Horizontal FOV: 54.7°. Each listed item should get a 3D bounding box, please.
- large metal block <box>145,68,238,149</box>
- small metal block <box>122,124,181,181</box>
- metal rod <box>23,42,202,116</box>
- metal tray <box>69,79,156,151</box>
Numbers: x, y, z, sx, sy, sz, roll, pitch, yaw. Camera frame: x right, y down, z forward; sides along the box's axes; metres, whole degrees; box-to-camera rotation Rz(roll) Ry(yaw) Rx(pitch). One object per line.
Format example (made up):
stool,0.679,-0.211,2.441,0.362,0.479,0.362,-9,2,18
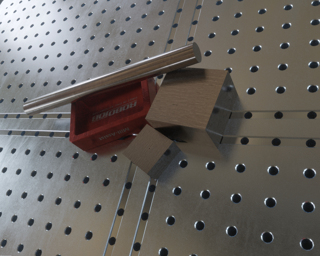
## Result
large metal block,0.041,-0.028,0.387,0.080,0.050,0.080,11,67,32
small metal block,-0.011,0.030,0.394,0.050,0.025,0.050,33,80,38
metal rod,-0.085,-0.061,0.438,0.300,0.025,0.025,-13,56,28
metal tray,-0.069,-0.028,0.456,0.130,0.030,0.090,-19,54,16
